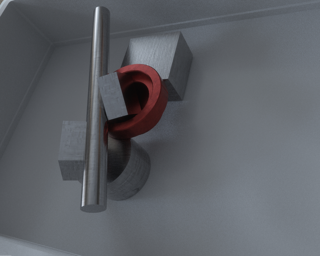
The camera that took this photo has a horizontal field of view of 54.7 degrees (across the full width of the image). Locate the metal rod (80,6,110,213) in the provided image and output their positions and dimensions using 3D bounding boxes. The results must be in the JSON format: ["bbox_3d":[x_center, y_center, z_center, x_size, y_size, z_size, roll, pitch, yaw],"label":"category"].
[{"bbox_3d":[-0.076,-0.047,0.381,0.025,0.025,0.299,-17,55,18],"label":"metal rod"}]

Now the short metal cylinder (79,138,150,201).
[{"bbox_3d":[-0.059,0.045,0.390,0.080,0.050,0.080,-13,56,20],"label":"short metal cylinder"}]

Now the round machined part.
[{"bbox_3d":[-0.034,-0.029,0.390,0.098,0.042,0.098,-13,56,20],"label":"round machined part"}]

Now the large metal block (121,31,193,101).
[{"bbox_3d":[-0.006,-0.085,0.440,0.080,0.050,0.080,0,62,28],"label":"large metal block"}]

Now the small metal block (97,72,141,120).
[{"bbox_3d":[-0.047,-0.038,0.373,0.025,0.050,0.050,-15,90,16],"label":"small metal block"}]

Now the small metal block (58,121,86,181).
[{"bbox_3d":[-0.098,0.027,0.354,0.025,0.050,0.050,2,56,-10],"label":"small metal block"}]
